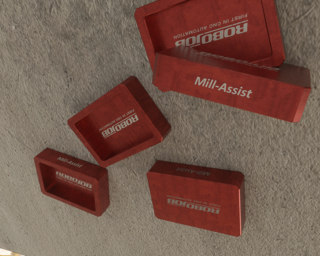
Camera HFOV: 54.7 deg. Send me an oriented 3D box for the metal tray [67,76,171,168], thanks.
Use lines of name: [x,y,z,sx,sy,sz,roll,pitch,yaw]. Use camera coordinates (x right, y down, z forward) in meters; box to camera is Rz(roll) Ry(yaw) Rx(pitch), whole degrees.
metal tray: [-0.060,-0.004,0.432,0.130,0.030,0.090,-27,104,37]

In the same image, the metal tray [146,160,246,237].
metal tray: [0.051,0.098,0.437,0.130,0.030,0.089,5,121,25]

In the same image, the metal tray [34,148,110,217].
metal tray: [-0.153,0.094,0.542,0.130,0.030,0.089,16,125,19]

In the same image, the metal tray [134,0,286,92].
metal tray: [0.048,-0.093,0.307,0.130,0.030,0.090,-10,109,27]

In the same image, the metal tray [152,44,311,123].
metal tray: [0.070,-0.049,0.295,0.130,0.090,0.030,17,116,18]
